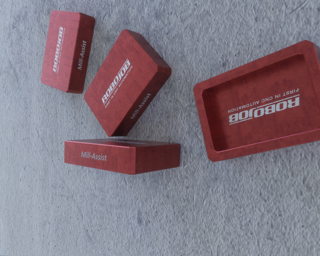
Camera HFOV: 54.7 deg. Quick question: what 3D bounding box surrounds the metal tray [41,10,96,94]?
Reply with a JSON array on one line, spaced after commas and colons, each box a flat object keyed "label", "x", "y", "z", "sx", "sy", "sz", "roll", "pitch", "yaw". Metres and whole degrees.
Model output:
[{"label": "metal tray", "x": -0.161, "y": -0.132, "z": 0.535, "sx": 0.090, "sy": 0.030, "sz": 0.129, "roll": 21, "pitch": 103, "yaw": 38}]

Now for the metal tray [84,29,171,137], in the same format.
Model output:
[{"label": "metal tray", "x": -0.051, "y": -0.061, "z": 0.444, "sx": 0.129, "sy": 0.030, "sz": 0.090, "roll": -52, "pitch": 60, "yaw": 27}]

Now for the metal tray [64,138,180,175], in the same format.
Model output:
[{"label": "metal tray", "x": -0.050, "y": 0.033, "z": 0.404, "sx": 0.130, "sy": 0.091, "sz": 0.030, "roll": 2, "pitch": 92, "yaw": 40}]

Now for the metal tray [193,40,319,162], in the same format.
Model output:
[{"label": "metal tray", "x": 0.103, "y": -0.021, "z": 0.316, "sx": 0.130, "sy": 0.030, "sz": 0.090, "roll": -18, "pitch": 79, "yaw": 38}]
